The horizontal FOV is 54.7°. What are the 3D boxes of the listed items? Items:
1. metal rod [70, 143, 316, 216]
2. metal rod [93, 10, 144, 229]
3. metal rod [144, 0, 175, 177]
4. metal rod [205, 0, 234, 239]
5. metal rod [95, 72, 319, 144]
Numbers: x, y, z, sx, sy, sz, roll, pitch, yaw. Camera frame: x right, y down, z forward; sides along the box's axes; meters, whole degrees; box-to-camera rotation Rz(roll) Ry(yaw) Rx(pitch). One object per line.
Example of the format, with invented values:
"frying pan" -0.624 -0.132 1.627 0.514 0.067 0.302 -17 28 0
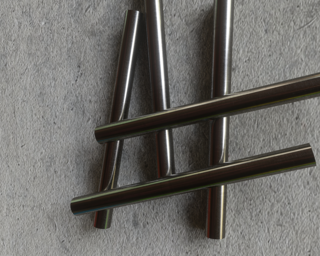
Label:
"metal rod" 0.023 0.067 0.372 0.300 0.025 0.025 -16 85 19
"metal rod" -0.058 -0.009 0.429 0.025 0.025 0.298 10 93 19
"metal rod" -0.002 -0.072 0.409 0.025 0.025 0.298 -5 88 20
"metal rod" 0.074 -0.015 0.382 0.025 0.025 0.298 2 91 20
"metal rod" 0.060 -0.022 0.360 0.301 0.025 0.025 -13 86 19
